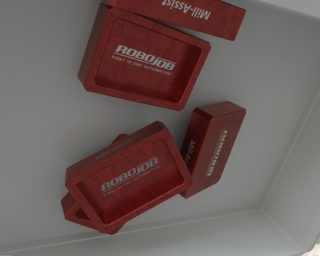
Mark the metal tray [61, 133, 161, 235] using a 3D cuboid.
[{"bbox_3d":[-0.058,0.080,0.423,0.130,0.030,0.090,-48,129,6],"label":"metal tray"}]

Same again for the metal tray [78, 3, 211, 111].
[{"bbox_3d":[-0.015,-0.075,0.350,0.131,0.030,0.089,10,113,-33],"label":"metal tray"}]

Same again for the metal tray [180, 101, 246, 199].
[{"bbox_3d":[0.068,0.030,0.442,0.091,0.030,0.129,-13,127,-46],"label":"metal tray"}]

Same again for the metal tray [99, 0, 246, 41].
[{"bbox_3d":[0.004,-0.121,0.293,0.131,0.090,0.030,4,116,-31],"label":"metal tray"}]

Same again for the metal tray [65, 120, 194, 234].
[{"bbox_3d":[-0.035,0.060,0.376,0.131,0.030,0.090,-28,116,-4],"label":"metal tray"}]
